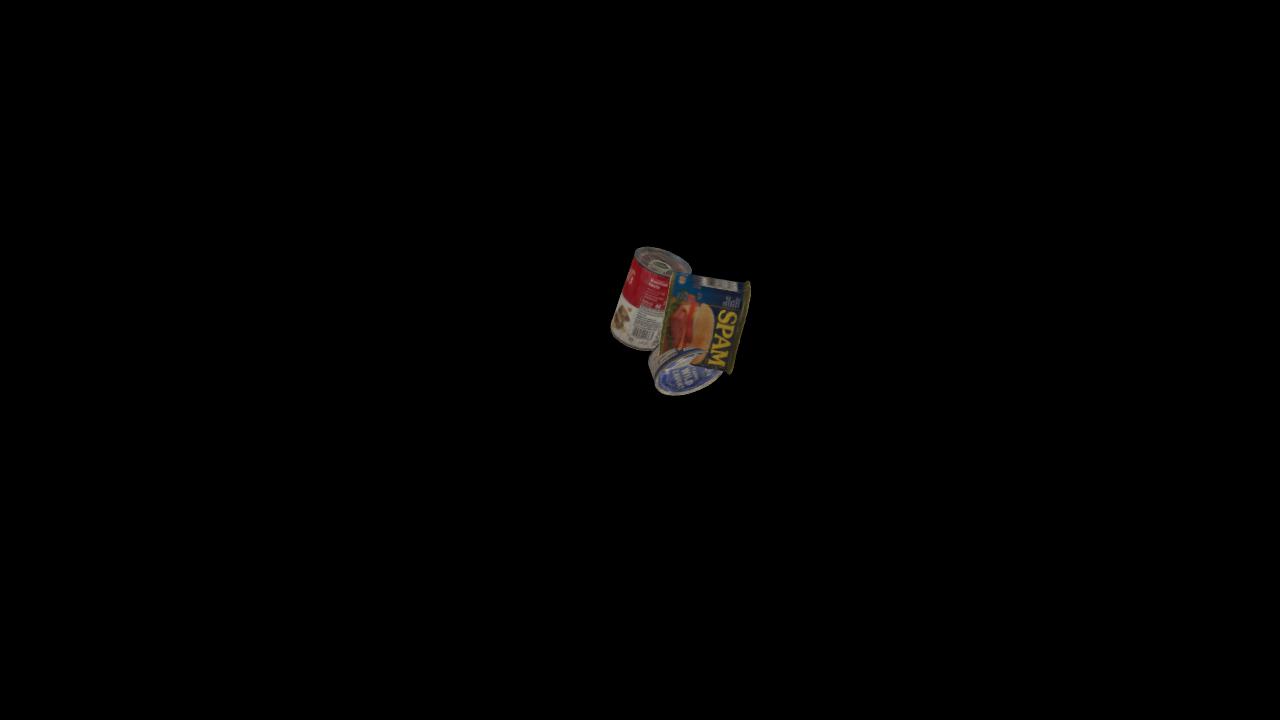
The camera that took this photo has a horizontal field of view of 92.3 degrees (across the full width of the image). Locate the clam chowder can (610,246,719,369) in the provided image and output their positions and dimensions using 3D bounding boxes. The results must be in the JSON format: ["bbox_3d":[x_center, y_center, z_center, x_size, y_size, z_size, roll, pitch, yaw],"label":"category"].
[{"bbox_3d":[0.011,-0.069,0.708,0.068,0.102,0.068,15,32,-10],"label":"clam chowder can"}]

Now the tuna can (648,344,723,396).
[{"bbox_3d":[0.052,0.003,0.692,0.084,0.034,0.084,-13,-33,-9],"label":"tuna can"}]

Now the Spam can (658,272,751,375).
[{"bbox_3d":[0.067,-0.041,0.668,0.085,0.101,0.058,10,31,2],"label":"Spam can"}]
